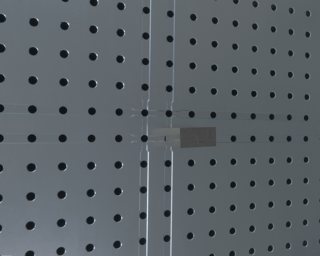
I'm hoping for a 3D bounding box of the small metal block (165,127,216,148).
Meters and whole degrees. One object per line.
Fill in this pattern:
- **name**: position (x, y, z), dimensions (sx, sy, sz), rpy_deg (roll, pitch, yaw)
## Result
- **small metal block**: position (0.040, 0.012, 0.414), dimensions (0.050, 0.050, 0.025), rpy_deg (-2, 91, -20)
